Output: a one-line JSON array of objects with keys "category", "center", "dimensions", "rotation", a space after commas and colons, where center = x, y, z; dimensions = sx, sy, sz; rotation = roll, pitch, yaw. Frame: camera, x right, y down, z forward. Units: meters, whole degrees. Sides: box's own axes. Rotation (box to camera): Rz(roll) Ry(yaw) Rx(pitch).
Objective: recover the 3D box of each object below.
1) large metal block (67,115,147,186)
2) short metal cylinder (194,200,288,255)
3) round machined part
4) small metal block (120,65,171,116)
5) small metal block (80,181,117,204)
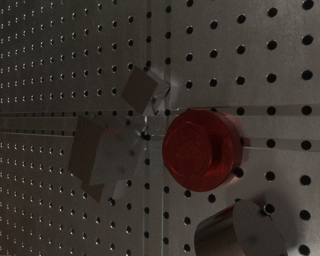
[{"category": "large metal block", "center": [-0.073, 0.028, 0.431], "dimensions": [0.050, 0.081, 0.079], "rotation": [24, 105, 37]}, {"category": "short metal cylinder", "center": [0.080, 0.119, 0.306], "dimensions": [0.050, 0.081, 0.080], "rotation": [-41, 66, 32]}, {"category": "round machined part", "center": [0.041, 0.026, 0.363], "dimensions": [0.098, 0.042, 0.097], "rotation": [0, 90, 39]}, {"category": "small metal block", "center": [-0.021, -0.051, 0.425], "dimensions": [0.050, 0.025, 0.050], "rotation": [43, 115, 31]}, {"category": "small metal block", "center": [-0.094, 0.081, 0.485], "dimensions": [0.050, 0.025, 0.050], "rotation": [27, 107, 36]}]
